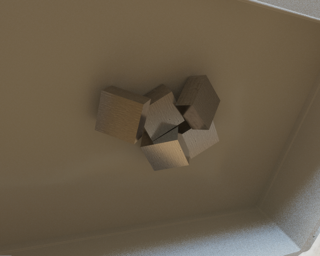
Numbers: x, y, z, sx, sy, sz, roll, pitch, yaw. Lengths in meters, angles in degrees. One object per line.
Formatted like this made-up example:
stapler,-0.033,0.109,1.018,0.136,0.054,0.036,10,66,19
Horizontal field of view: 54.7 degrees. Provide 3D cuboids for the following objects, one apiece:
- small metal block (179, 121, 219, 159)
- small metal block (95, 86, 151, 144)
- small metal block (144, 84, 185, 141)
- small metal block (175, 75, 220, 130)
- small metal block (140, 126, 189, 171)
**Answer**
small metal block,0.052,0.008,0.442,0.050,0.025,0.050,-31,129,-8
small metal block,-0.043,-0.016,0.357,0.050,0.025,0.050,20,114,10
small metal block,-0.003,-0.019,0.394,0.050,0.025,0.050,-33,129,-7
small metal block,0.051,-0.032,0.401,0.050,0.025,0.050,51,53,-40
small metal block,0.008,0.029,0.415,0.050,0.025,0.050,-12,130,17
